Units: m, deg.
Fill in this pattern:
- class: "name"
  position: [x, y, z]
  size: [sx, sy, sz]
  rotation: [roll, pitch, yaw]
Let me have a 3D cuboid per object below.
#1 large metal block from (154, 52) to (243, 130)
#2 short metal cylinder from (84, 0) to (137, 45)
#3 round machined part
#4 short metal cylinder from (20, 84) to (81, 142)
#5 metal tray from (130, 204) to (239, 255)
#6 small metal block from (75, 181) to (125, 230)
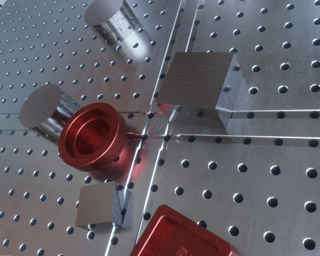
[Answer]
- class: "large metal block"
  position: [0.052, -0.049, 0.395]
  size: [0.080, 0.050, 0.080]
  rotation: [9, 66, 32]
- class: "short metal cylinder"
  position: [-0.089, -0.198, 0.561]
  size: [0.080, 0.050, 0.080]
  rotation: [-13, 56, 21]
- class: "round machined part"
  position: [-0.089, 0.016, 0.434]
  size: [0.098, 0.042, 0.098]
  rotation: [-13, 56, 21]
- class: "short metal cylinder"
  position: [-0.175, -0.024, 0.499]
  size: [0.080, 0.050, 0.080]
  rotation: [-13, 56, 21]
- class: "metal tray"
  position: [0.007, 0.154, 0.306]
  size: [0.090, 0.030, 0.130]
  rotation: [23, 74, 36]
- class: "small metal block"
  position: [-0.074, 0.098, 0.387]
  size: [0.050, 0.025, 0.050]
  rotation: [-13, 56, 21]
